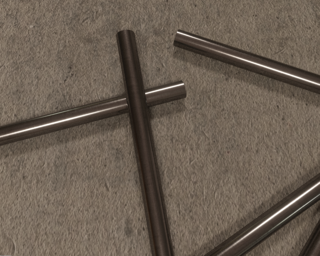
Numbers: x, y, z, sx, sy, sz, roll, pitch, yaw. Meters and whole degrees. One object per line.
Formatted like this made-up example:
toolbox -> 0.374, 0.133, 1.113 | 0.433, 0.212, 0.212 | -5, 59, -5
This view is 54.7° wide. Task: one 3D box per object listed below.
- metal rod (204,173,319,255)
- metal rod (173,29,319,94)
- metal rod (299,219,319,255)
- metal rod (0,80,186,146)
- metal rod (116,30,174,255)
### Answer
metal rod -> 0.090, 0.137, 0.359 | 0.301, 0.025, 0.025 | -31, 73, -11
metal rod -> 0.165, -0.082, 0.440 | 0.301, 0.025, 0.025 | 20, 71, 7
metal rod -> 0.181, 0.141, 0.358 | 0.025, 0.025, 0.300 | 36, 74, 12
metal rod -> -0.112, -0.015, 0.412 | 0.302, 0.025, 0.025 | -15, 71, -6
metal rod -> -0.020, 0.019, 0.381 | 0.025, 0.025, 0.299 | -10, 77, -4
